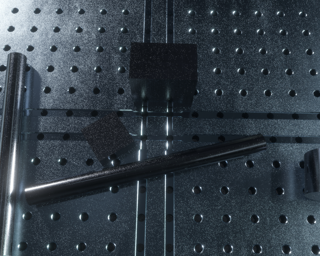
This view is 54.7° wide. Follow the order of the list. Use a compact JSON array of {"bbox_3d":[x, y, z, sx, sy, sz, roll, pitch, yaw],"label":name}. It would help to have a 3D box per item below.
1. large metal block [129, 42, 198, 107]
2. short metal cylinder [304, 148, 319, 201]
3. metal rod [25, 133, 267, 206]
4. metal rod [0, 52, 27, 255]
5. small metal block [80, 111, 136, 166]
[{"bbox_3d":[0.004,-0.067,0.407,0.081,0.080,0.050,1,70,0],"label":"large metal block"},{"bbox_3d":[0.213,0.058,0.363,0.080,0.080,0.050,8,70,3],"label":"short metal cylinder"},{"bbox_3d":[-0.013,0.051,0.392,0.302,0.025,0.025,-12,71,-5],"label":"metal rod"},{"bbox_3d":[-0.194,0.038,0.396,0.025,0.025,0.299,-4,70,-2],"label":"metal rod"},{"bbox_3d":[-0.067,0.014,0.406,0.050,0.025,0.050,-31,73,-11],"label":"small metal block"}]
